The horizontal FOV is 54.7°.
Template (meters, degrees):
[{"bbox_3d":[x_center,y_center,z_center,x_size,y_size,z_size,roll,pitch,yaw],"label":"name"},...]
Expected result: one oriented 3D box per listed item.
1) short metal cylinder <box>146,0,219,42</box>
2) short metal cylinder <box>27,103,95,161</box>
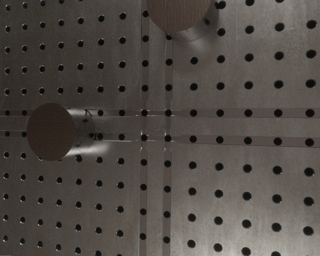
[{"bbox_3d":[0.030,-0.154,0.388,0.080,0.050,0.079,0,90,19],"label":"short metal cylinder"},{"bbox_3d":[-0.142,0.005,0.448,0.080,0.050,0.079,0,90,19],"label":"short metal cylinder"}]
